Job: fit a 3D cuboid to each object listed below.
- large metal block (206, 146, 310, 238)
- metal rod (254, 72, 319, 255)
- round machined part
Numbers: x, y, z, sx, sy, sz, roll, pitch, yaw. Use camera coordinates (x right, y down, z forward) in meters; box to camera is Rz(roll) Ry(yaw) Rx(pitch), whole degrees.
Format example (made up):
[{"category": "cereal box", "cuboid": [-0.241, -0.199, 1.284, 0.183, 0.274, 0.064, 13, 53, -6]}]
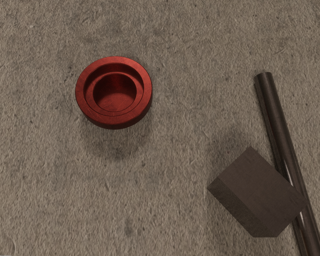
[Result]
[{"category": "large metal block", "cuboid": [0.105, 0.076, 0.353, 0.050, 0.080, 0.080, -40, 75, -13]}, {"category": "metal rod", "cuboid": [0.165, 0.067, 0.385, 0.025, 0.025, 0.299, -7, 70, -3]}, {"category": "round machined part", "cuboid": [-0.059, -0.043, 0.414, 0.099, 0.042, 0.098, 0, 70, -1]}]
